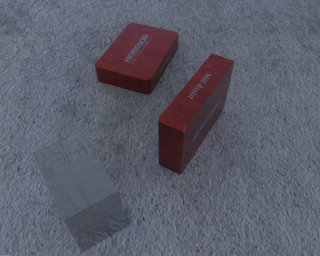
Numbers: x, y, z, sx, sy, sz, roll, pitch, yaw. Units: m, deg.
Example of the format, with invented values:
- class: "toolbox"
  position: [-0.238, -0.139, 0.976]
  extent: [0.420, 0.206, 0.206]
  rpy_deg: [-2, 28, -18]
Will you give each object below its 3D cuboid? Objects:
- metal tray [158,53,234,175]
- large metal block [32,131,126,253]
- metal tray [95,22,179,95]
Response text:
- class: "metal tray"
  position: [0.044, -0.018, 0.376]
  extent: [0.030, 0.090, 0.130]
  rpy_deg: [25, 54, 19]
- class: "large metal block"
  position: [-0.079, 0.065, 0.313]
  extent: [0.050, 0.080, 0.080]
  rpy_deg: [-26, 55, -20]
- class: "metal tray"
  position: [-0.033, -0.116, 0.497]
  extent: [0.090, 0.030, 0.130]
  rpy_deg: [17, 52, 13]
